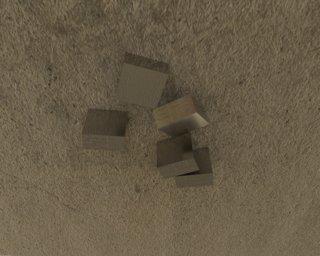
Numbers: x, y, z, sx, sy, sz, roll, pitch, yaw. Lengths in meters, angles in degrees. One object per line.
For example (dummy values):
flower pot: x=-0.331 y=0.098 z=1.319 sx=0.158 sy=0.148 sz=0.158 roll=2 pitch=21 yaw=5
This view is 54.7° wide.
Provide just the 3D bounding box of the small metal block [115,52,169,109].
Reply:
small metal block: x=-0.022 y=-0.054 z=0.361 sx=0.050 sy=0.025 sz=0.050 roll=13 pitch=129 yaw=-11

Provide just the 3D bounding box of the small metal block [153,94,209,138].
small metal block: x=0.027 y=-0.013 z=0.382 sx=0.050 sy=0.025 sz=0.050 roll=-23 pitch=157 yaw=18

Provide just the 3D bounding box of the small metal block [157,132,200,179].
small metal block: x=0.024 y=0.037 z=0.423 sx=0.050 sy=0.050 sz=0.025 roll=-17 pitch=128 yaw=14

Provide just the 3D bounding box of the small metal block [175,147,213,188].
small metal block: x=0.047 y=0.056 z=0.438 sx=0.050 sy=0.050 sz=0.025 roll=-6 pitch=130 yaw=5

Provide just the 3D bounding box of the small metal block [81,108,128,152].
small metal block: x=-0.068 y=0.002 z=0.392 sx=0.050 sy=0.050 sz=0.025 roll=4 pitch=130 yaw=-4
